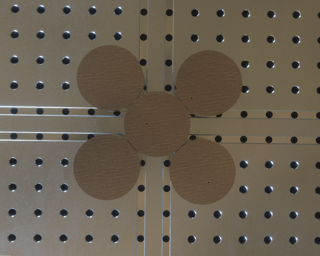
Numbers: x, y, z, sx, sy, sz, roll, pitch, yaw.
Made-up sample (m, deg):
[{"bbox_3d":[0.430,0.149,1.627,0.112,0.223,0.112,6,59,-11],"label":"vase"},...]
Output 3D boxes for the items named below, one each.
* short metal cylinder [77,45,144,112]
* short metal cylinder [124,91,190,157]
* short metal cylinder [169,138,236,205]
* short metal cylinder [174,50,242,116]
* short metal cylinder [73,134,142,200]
[{"bbox_3d":[-0.061,-0.061,0.399,0.081,0.050,0.079,0,90,-1],"label":"short metal cylinder"},{"bbox_3d":[-0.003,-0.005,0.400,0.081,0.050,0.079,0,90,-1],"label":"short metal cylinder"},{"bbox_3d":[0.052,0.053,0.401,0.081,0.050,0.079,0,90,-1],"label":"short metal cylinder"},{"bbox_3d":[0.059,-0.054,0.399,0.081,0.050,0.079,0,90,-1],"label":"short metal cylinder"},{"bbox_3d":[-0.065,0.047,0.399,0.081,0.050,0.079,0,90,-1],"label":"short metal cylinder"}]
